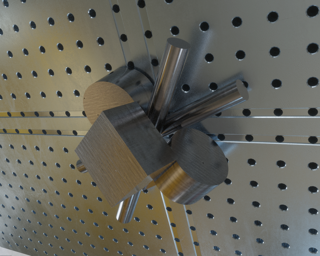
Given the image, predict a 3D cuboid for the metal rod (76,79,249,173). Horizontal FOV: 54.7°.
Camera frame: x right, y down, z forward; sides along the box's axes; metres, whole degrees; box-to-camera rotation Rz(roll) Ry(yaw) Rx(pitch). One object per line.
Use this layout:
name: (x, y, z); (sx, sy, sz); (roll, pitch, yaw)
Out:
metal rod: (-0.019, 0.011, 0.423); (0.299, 0.025, 0.025); (-26, 105, 37)

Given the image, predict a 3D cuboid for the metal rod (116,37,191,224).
metal rod: (-0.019, 0.027, 0.401); (0.025, 0.025, 0.298); (27, 128, 11)

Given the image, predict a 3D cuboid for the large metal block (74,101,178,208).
large metal block: (-0.040, 0.030, 0.348); (0.080, 0.050, 0.080); (54, 131, 12)

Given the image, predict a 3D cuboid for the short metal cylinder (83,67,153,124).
short metal cylinder: (-0.050, -0.031, 0.397); (0.080, 0.050, 0.079); (13, 124, 21)

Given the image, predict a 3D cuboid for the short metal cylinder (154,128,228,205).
short metal cylinder: (0.036, 0.047, 0.381); (0.080, 0.080, 0.050); (40, 130, 1)

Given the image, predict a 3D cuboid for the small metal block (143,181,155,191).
small metal block: (-0.018, 0.058, 0.452); (0.050, 0.025, 0.050); (-31, 101, 38)
